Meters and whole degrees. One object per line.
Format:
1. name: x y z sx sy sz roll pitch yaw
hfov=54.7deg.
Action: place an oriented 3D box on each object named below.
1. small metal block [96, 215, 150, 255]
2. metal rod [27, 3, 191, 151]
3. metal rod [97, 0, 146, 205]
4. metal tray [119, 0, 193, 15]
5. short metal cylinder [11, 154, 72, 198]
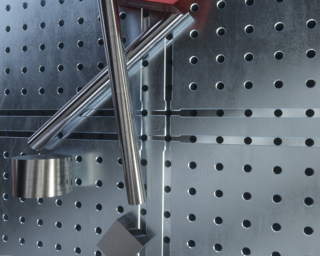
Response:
1. small metal block: -0.051 0.159 0.430 0.050 0.025 0.050 41 102 15
2. metal rod: -0.081 -0.065 0.439 0.300 0.025 0.025 -39 78 15
3. metal rod: -0.051 -0.046 0.408 0.025 0.025 0.298 -6 96 19
4. metal tray: -0.010 -0.201 0.395 0.130 0.030 0.089 22 97 32
5. short metal cylinder: -0.167 0.066 0.440 0.080 0.080 0.050 0 90 19
